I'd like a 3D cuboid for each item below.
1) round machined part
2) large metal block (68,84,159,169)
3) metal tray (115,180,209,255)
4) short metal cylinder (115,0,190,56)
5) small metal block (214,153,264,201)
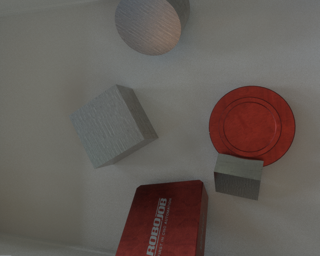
[{"bbox_3d":[0.106,-0.001,0.364,0.098,0.042,0.097,0,90,19],"label":"round machined part"},{"bbox_3d":[-0.062,-0.001,0.418,0.080,0.050,0.080,-31,80,17],"label":"large metal block"},{"bbox_3d":[0.005,0.121,0.357,0.090,0.130,0.030,-9,125,19],"label":"metal tray"},{"bbox_3d":[-0.008,-0.136,0.377,0.080,0.050,0.080,11,138,11],"label":"short metal cylinder"},{"bbox_3d":[0.092,0.058,0.362,0.050,0.050,0.025,9,55,19],"label":"small metal block"}]
